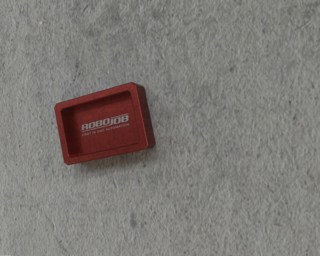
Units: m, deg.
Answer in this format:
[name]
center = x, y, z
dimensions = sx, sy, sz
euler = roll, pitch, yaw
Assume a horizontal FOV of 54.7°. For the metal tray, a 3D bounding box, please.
[metal tray]
center = -0.079, -0.004, 0.432
dimensions = 0.130, 0.030, 0.089
euler = -13, 86, 19
